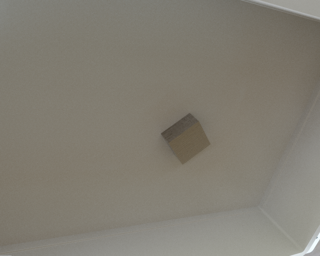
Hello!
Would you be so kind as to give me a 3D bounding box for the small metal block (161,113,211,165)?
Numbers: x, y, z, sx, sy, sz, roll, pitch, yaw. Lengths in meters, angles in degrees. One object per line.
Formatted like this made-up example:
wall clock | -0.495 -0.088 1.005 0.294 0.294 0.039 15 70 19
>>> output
small metal block | 0.037 0.016 0.438 0.050 0.025 0.050 -36 129 -4
